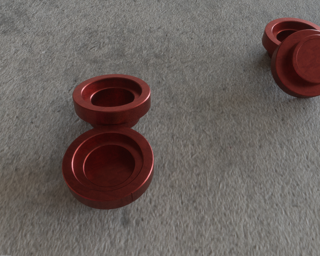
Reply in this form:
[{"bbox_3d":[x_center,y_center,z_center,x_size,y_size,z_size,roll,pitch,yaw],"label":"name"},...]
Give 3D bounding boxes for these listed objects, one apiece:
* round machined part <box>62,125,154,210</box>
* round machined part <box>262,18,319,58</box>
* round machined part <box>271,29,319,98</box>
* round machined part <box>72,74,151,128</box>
[{"bbox_3d":[-0.056,0.047,0.351,0.099,0.042,0.098,0,51,0],"label":"round machined part"},{"bbox_3d":[0.218,-0.137,0.511,0.099,0.042,0.098,0,50,0],"label":"round machined part"},{"bbox_3d":[0.214,-0.093,0.441,0.099,0.042,0.097,0,87,0],"label":"round machined part"},{"bbox_3d":[-0.061,-0.030,0.408,0.099,0.042,0.098,1,36,0],"label":"round machined part"}]
